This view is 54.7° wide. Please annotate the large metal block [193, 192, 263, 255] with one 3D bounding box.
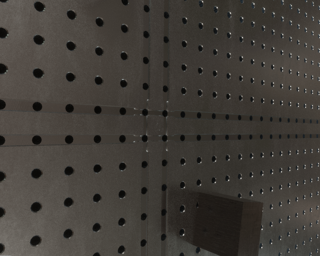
[{"bbox_3d":[0.100,0.143,0.461,0.050,0.080,0.080,13,82,-40],"label":"large metal block"}]
